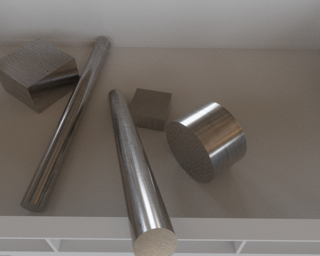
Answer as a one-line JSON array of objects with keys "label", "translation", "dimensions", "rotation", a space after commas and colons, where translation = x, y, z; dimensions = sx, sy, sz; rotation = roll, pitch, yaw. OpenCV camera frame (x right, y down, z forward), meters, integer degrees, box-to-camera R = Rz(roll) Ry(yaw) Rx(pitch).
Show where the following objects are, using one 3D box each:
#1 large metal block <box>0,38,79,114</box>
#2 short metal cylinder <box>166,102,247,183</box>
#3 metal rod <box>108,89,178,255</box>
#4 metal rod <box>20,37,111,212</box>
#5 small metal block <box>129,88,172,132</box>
[{"label": "large metal block", "translation": [-0.177, -0.078, 0.452], "dimensions": [0.080, 0.050, 0.080], "rotation": [31, 56, 23]}, {"label": "short metal cylinder", "translation": [0.051, 0.016, 0.356], "dimensions": [0.050, 0.080, 0.080], "rotation": [-31, 57, -23]}, {"label": "metal rod", "translation": [-0.033, 0.011, 0.308], "dimensions": [0.025, 0.025, 0.300], "rotation": [-10, 23, -9]}, {"label": "metal rod", "translation": [-0.116, -0.029, 0.427], "dimensions": [0.025, 0.025, 0.300], "rotation": [7, 50, 5]}, {"label": "small metal block", "translation": [-0.013, -0.026, 0.426], "dimensions": [0.050, 0.025, 0.050], "rotation": [10, 51, 7]}]
